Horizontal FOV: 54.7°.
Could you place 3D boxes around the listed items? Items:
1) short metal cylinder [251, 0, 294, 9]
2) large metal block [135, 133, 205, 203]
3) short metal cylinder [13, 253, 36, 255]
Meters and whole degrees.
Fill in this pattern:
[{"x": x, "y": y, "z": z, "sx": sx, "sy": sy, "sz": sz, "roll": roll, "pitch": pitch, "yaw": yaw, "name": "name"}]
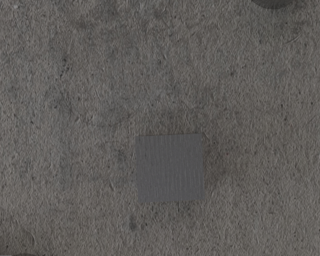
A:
[{"x": 0.154, "y": -0.202, "z": 0.399, "sx": 0.081, "sy": 0.050, "sz": 0.080, "roll": 0, "pitch": 90, "yaw": 0, "name": "short metal cylinder"}, {"x": 0.012, "y": 0.048, "z": 0.398, "sx": 0.081, "sy": 0.050, "sz": 0.080, "roll": -3, "pitch": 90, "yaw": 0, "name": "large metal block"}, {"x": -0.184, "y": 0.210, "z": 0.396, "sx": 0.081, "sy": 0.050, "sz": 0.080, "roll": 0, "pitch": 90, "yaw": 0, "name": "short metal cylinder"}]
